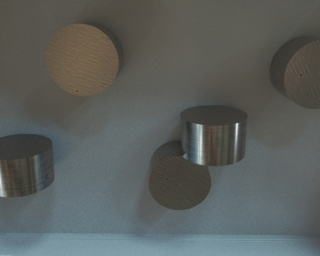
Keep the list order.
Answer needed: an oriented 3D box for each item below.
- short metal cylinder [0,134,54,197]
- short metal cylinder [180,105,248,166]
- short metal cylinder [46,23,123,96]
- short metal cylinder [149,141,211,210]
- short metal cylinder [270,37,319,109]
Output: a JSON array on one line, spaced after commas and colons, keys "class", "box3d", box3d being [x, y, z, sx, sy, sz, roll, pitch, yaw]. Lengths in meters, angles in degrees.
[{"class": "short metal cylinder", "box3d": [-0.179, 0.045, 0.397, 0.081, 0.080, 0.050, 3, 110, -1]}, {"class": "short metal cylinder", "box3d": [0.066, 0.007, 0.385, 0.080, 0.080, 0.050, -2, 110, 0]}, {"class": "short metal cylinder", "box3d": [-0.086, -0.083, 0.367, 0.081, 0.050, 0.079, 0, 110, 0]}, {"class": "short metal cylinder", "box3d": [0.026, 0.063, 0.421, 0.081, 0.050, 0.079, 0, 110, 0]}, {"class": "short metal cylinder", "box3d": [0.181, -0.068, 0.374, 0.081, 0.050, 0.079, 0, 110, 0]}]
